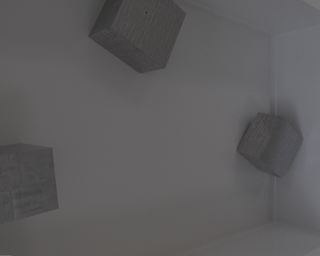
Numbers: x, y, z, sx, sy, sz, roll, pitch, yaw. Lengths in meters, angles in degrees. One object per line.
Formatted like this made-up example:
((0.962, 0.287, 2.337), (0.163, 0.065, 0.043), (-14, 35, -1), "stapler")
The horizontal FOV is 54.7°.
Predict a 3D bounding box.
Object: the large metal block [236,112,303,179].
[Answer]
((0.192, 0.030, 0.541), (0.080, 0.050, 0.080), (37, 80, -34), "large metal block")

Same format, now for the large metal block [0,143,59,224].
((-0.140, 0.044, 0.253), (0.081, 0.080, 0.050), (-8, 96, -40), "large metal block")

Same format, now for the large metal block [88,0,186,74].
((-0.025, -0.123, 0.369), (0.080, 0.050, 0.080), (32, 70, -36), "large metal block")
